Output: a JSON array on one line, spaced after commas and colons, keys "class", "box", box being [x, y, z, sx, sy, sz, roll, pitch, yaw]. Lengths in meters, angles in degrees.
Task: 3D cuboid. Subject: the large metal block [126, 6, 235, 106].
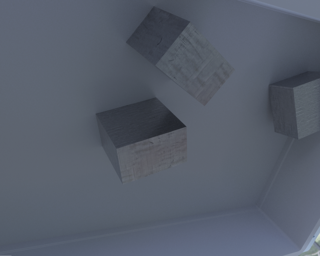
[{"class": "large metal block", "box": [0.021, -0.079, 0.337, 0.080, 0.080, 0.050, 33, 100, -39]}]

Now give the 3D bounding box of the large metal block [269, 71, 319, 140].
[{"class": "large metal block", "box": [0.223, -0.038, 0.480, 0.081, 0.050, 0.079, -20, 109, -17]}]

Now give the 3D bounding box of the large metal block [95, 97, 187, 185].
[{"class": "large metal block", "box": [-0.023, 0.011, 0.369, 0.081, 0.080, 0.050, -17, 126, -19]}]
